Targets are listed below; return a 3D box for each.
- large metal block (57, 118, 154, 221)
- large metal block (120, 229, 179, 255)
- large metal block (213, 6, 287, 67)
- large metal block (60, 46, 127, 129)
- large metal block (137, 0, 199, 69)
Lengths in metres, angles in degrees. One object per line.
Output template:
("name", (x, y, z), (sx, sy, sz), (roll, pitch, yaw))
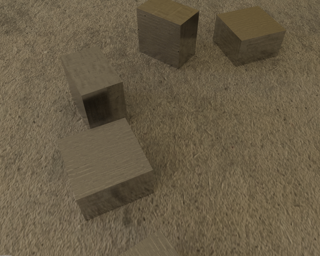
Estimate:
("large metal block", (-0.060, 0.044, 0.349), (0.081, 0.050, 0.080), (-20, 53, -16))
("large metal block", (-0.011, 0.149, 0.262), (0.081, 0.050, 0.080), (-27, 55, -21))
("large metal block", (0.146, -0.155, 0.518), (0.081, 0.050, 0.080), (-17, 52, -14))
("large metal block", (-0.085, -0.046, 0.406), (0.050, 0.080, 0.080), (-23, 54, -18))
("large metal block", (0.012, -0.153, 0.496), (0.080, 0.080, 0.050), (29, 56, 22))
